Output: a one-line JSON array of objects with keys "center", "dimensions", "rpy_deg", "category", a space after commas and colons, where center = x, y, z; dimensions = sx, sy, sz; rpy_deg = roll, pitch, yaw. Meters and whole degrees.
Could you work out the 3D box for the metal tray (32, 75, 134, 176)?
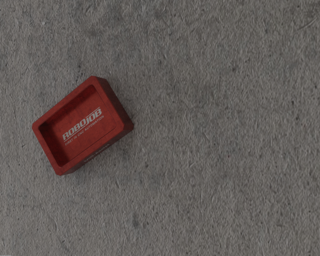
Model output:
[{"center": [-0.113, -0.002, 0.446], "dimensions": [0.130, 0.030, 0.090], "rpy_deg": [-35, 79, 16], "category": "metal tray"}]
